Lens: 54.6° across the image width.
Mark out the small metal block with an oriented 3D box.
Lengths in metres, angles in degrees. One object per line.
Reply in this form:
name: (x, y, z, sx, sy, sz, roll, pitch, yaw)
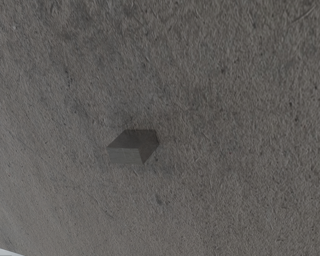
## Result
small metal block: (-0.036, 0.025, 0.426, 0.050, 0.050, 0.025, 0, 118, 28)
